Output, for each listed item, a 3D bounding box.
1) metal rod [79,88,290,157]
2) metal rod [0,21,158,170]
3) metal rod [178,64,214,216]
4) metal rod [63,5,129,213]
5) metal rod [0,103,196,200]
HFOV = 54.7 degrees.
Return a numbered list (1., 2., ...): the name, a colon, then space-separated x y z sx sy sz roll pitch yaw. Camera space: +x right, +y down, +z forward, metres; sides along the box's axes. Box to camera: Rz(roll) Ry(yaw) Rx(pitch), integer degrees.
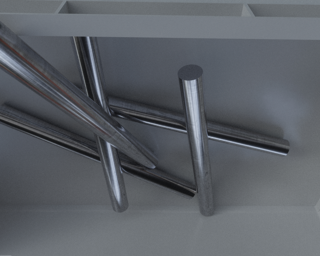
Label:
1. metal rod: 0.030 -0.006 0.404 0.302 0.025 0.025 13 129 -12
2. metal rod: -0.062 -0.006 0.322 0.025 0.025 0.300 -16 154 13
3. metal rod: 0.055 0.042 0.417 0.025 0.025 0.299 -8 138 6
4. metal rod: -0.068 0.006 0.378 0.025 0.025 0.298 -2 130 2
5. metal rod: -0.076 0.041 0.443 0.302 0.025 0.025 26 125 -21
